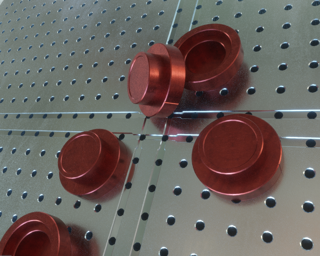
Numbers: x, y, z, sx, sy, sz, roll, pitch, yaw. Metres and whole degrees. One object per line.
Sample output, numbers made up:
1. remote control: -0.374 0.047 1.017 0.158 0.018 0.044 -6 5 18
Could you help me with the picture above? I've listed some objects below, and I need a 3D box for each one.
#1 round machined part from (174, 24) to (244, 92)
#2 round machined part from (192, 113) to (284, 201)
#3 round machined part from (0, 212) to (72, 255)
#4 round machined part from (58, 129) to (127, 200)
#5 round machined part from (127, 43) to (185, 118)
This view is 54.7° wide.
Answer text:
1. round machined part: 0.064 -0.089 0.418 0.098 0.042 0.098 -13 56 20
2. round machined part: 0.081 0.026 0.339 0.098 0.042 0.098 -13 56 20
3. round machined part: -0.149 0.156 0.378 0.098 0.042 0.098 -13 56 20
4. round machined part: -0.098 0.043 0.420 0.098 0.042 0.098 -13 56 20
5. round machined part: -0.011 -0.063 0.407 0.098 0.042 0.097 -15 73 60
